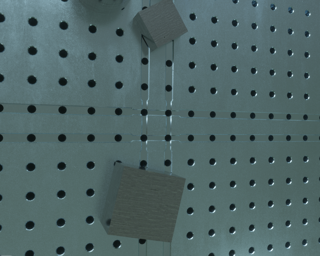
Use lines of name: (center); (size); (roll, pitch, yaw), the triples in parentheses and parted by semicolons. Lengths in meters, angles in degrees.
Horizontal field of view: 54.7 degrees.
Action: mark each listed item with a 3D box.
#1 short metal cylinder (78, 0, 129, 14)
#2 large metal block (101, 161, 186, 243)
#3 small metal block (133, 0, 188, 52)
short metal cylinder: (-0.065, -0.186, 0.375); (0.081, 0.050, 0.079); (0, 90, -20)
large metal block: (-0.022, 0.092, 0.391); (0.081, 0.050, 0.080); (15, 85, -20)
small metal block: (0.001, -0.137, 0.413); (0.050, 0.025, 0.050); (-33, 101, -17)
